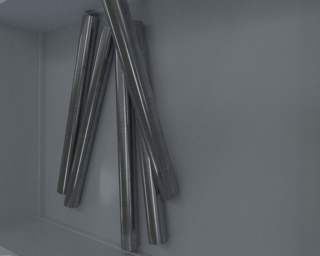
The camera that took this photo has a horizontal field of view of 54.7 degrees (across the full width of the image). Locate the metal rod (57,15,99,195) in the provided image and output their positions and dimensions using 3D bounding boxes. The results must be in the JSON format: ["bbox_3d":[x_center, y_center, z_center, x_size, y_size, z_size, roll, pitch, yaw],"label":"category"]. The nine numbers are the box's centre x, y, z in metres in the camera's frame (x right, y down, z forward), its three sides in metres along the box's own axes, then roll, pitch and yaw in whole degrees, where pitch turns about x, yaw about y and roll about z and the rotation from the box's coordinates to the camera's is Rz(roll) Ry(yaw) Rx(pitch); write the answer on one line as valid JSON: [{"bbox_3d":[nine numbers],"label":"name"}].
[{"bbox_3d":[-0.139,-0.033,0.518,0.025,0.025,0.298,18,101,38],"label":"metal rod"}]

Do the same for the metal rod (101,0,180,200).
[{"bbox_3d":[-0.025,-0.051,0.347,0.025,0.025,0.298,1,115,40],"label":"metal rod"}]

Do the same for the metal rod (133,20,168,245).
[{"bbox_3d":[-0.019,0.002,0.420,0.025,0.025,0.298,-11,83,39],"label":"metal rod"}]

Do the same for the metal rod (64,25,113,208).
[{"bbox_3d":[-0.113,-0.010,0.497,0.025,0.025,0.298,25,105,37],"label":"metal rod"}]

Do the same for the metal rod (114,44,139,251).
[{"bbox_3d":[-0.048,0.021,0.444,0.025,0.025,0.298,-4,88,39],"label":"metal rod"}]
